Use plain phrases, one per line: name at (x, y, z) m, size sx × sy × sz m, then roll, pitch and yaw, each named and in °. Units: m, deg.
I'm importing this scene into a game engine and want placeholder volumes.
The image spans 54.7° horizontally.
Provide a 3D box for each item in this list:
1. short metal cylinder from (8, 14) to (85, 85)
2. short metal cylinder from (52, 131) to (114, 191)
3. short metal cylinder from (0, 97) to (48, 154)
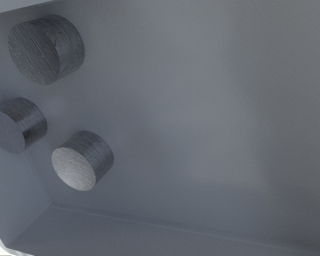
short metal cylinder at (-0.147, -0.102, 0.405) m, size 0.080 × 0.050 × 0.079 m, roll 13°, pitch 124°, yaw 20°
short metal cylinder at (-0.120, 0.051, 0.485) m, size 0.080 × 0.050 × 0.079 m, roll 13°, pitch 124°, yaw 20°
short metal cylinder at (-0.236, -0.004, 0.511) m, size 0.080 × 0.050 × 0.079 m, roll 13°, pitch 124°, yaw 20°
